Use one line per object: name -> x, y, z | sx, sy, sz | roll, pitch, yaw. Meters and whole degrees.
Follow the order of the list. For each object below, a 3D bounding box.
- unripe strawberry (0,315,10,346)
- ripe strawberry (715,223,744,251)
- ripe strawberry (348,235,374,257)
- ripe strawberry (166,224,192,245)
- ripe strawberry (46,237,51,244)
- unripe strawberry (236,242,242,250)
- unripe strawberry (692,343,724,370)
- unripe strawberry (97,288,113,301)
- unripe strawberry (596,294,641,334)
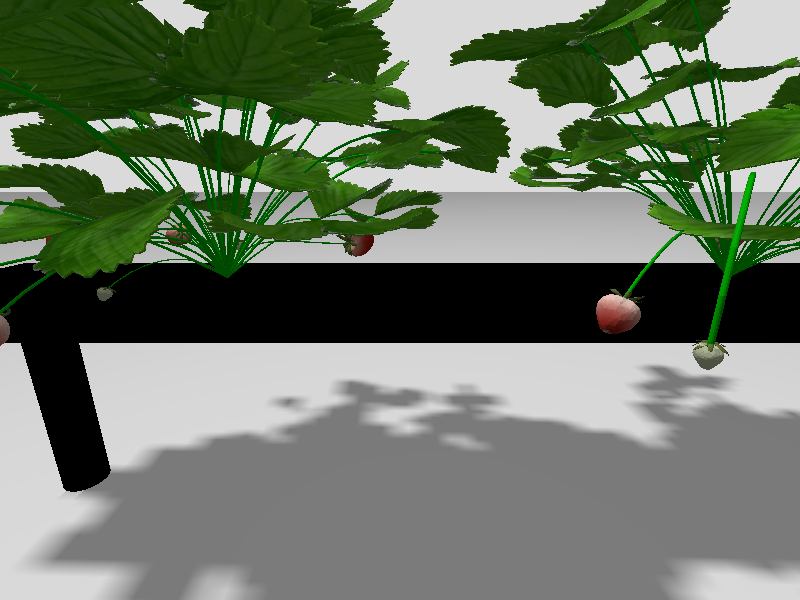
unripe strawberry -> -0.213, 0.016, 0.201 | 0.024, 0.021, 0.024 | 6, 43, 19
ripe strawberry -> 0.394, -0.076, 0.485 | 0.037, 0.033, 0.034 | 12, 20, 34
ripe strawberry -> -0.044, -0.067, 0.452 | 0.033, 0.035, 0.031 | -14, 22, -41
ripe strawberry -> -0.290, -0.085, 0.526 | 0.031, 0.026, 0.031 | -12, -3, -35
ripe strawberry -> -0.362, -0.063, 0.437 | 0.037, 0.037, 0.041 | 6, 18, 22
unripe strawberry -> -0.196, -0.065, 0.489 | 0.013, 0.014, 0.013 | -5, 36, -16
unripe strawberry -> 0.128, 0.024, 0.167 | 0.010, 0.011, 0.011 | 14, 22, 38
unripe strawberry -> -0.219, -0.004, 0.297 | 0.011, 0.010, 0.010 | 16, -9, 42
unripe strawberry -> 0.123, 0.009, 0.228 | 0.023, 0.023, 0.020 | 20, -21, 49
